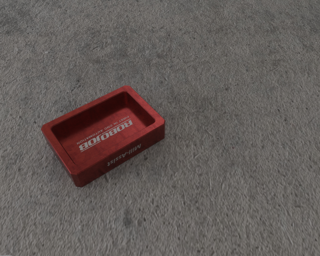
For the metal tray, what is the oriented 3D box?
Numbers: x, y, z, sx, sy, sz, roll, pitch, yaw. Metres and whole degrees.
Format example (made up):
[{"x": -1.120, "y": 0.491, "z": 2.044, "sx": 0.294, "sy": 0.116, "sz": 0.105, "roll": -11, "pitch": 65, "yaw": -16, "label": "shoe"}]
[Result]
[{"x": -0.070, "y": 0.005, "z": 0.395, "sx": 0.131, "sy": 0.030, "sz": 0.090, "roll": -30, "pitch": 56, "yaw": -23, "label": "metal tray"}]
